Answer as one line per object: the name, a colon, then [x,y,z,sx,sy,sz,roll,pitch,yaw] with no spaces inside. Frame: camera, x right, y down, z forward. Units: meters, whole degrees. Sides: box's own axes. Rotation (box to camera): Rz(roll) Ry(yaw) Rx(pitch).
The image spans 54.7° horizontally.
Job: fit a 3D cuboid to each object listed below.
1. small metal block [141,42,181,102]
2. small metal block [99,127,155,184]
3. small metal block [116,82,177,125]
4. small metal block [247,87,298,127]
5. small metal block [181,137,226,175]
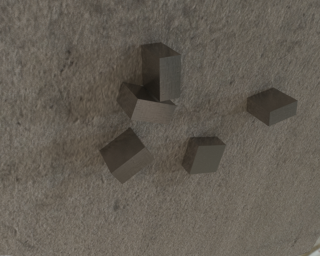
small metal block: [0.001,-0.065,0.352,0.025,0.050,0.050,-14,125,-21]
small metal block: [-0.042,0.034,0.390,0.050,0.050,0.025,-38,130,-3]
small metal block: [-0.017,-0.029,0.365,0.050,0.050,0.025,7,115,-32]
small metal block: [0.167,-0.033,0.464,0.050,0.050,0.025,-21,127,-16]
small metal block: [0.066,0.041,0.471,0.050,0.025,0.050,-1,119,-29]
